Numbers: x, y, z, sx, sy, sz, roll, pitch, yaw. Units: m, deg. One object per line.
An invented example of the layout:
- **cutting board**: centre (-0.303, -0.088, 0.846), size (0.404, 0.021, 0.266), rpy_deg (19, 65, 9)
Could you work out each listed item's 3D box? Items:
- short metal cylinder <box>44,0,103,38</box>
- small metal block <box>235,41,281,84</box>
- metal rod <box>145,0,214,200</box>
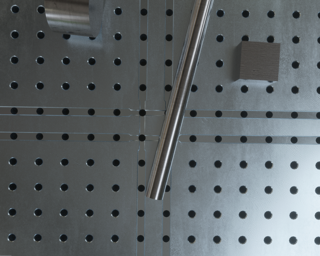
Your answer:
- **short metal cylinder**: centre (-0.103, -0.156, 0.384), size (0.050, 0.080, 0.079), rpy_deg (6, 90, 0)
- **small metal block**: centre (0.130, -0.087, 0.415), size (0.050, 0.025, 0.050), rpy_deg (4, 90, -1)
- **metal rod**: centre (0.029, -0.053, 0.413), size (0.025, 0.025, 0.298), rpy_deg (14, 90, -1)
